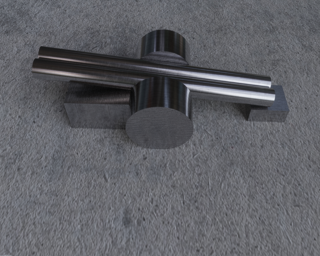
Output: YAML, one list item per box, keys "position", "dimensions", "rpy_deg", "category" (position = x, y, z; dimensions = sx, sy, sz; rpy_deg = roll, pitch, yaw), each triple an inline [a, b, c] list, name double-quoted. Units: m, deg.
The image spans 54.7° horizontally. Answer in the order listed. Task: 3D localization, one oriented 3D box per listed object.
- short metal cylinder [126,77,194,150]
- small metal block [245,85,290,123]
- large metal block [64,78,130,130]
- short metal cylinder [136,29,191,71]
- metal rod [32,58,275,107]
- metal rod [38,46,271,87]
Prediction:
- position: [0.000, -0.017, 0.383]
  dimensions: [0.080, 0.080, 0.050]
  rpy_deg: [1, 50, 1]
  category: "short metal cylinder"
- position: [0.147, -0.035, 0.435]
  dimensions: [0.050, 0.025, 0.050]
  rpy_deg: [2, 50, 2]
  category: "small metal block"
- position: [-0.077, -0.044, 0.426]
  dimensions: [0.080, 0.050, 0.080]
  rpy_deg: [2, 50, 1]
  category: "large metal block"
- position: [0.004, -0.093, 0.448]
  dimensions: [0.080, 0.080, 0.050]
  rpy_deg: [1, 50, 1]
  category: "short metal cylinder"
- position: [-0.004, -0.057, 0.394]
  dimensions: [0.302, 0.025, 0.025]
  rpy_deg: [6, 50, -5]
  category: "metal rod"
- position: [-0.003, -0.076, 0.410]
  dimensions: [0.302, 0.025, 0.025]
  rpy_deg: [6, 50, -5]
  category: "metal rod"
